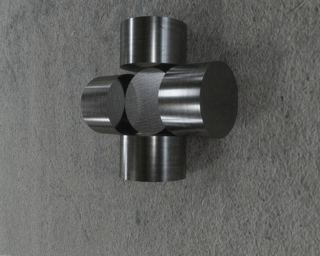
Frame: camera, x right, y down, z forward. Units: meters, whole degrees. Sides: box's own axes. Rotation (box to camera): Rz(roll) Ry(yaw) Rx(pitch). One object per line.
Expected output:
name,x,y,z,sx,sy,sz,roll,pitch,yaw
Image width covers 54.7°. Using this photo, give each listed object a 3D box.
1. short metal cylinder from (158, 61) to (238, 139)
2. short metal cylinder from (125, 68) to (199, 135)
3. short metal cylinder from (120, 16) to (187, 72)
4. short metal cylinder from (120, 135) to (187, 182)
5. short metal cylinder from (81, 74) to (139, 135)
short metal cylinder,0.043,-0.030,0.334,0.050,0.081,0.079,3,92,40
short metal cylinder,0.002,-0.032,0.387,0.080,0.050,0.079,0,90,39
short metal cylinder,-0.008,-0.097,0.374,0.080,0.081,0.050,2,92,39
short metal cylinder,-0.008,0.034,0.375,0.080,0.081,0.050,1,90,39
short metal cylinder,-0.058,-0.031,0.416,0.050,0.081,0.079,3,92,40
